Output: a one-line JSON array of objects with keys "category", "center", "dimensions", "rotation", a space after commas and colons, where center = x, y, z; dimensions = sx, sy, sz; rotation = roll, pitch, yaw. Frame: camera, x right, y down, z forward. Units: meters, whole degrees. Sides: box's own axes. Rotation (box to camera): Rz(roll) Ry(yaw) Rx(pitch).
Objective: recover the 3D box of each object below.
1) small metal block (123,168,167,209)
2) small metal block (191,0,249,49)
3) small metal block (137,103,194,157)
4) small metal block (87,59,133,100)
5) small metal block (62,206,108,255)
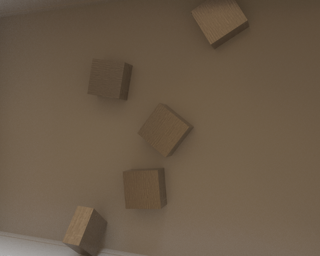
[{"category": "small metal block", "center": [-0.020, 0.081, 0.418], "dimensions": [0.050, 0.025, 0.050], "rotation": [-5, 88, 20]}, {"category": "small metal block", "center": [0.074, -0.135, 0.384], "dimensions": [0.050, 0.025, 0.050], "rotation": [-31, 80, 17]}, {"category": "small metal block", "center": [0.007, 0.003, 0.408], "dimensions": [0.050, 0.025, 0.050], "rotation": [40, 102, 15]}, {"category": "small metal block", "center": [-0.070, -0.068, 0.435], "dimensions": [0.050, 0.025, 0.050], "rotation": [10, 94, 19]}, {"category": "small metal block", "center": [-0.100, 0.141, 0.422], "dimensions": [0.025, 0.050, 0.050], "rotation": [3, 53, 20]}]
